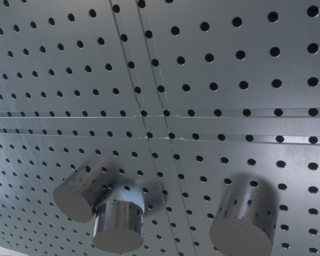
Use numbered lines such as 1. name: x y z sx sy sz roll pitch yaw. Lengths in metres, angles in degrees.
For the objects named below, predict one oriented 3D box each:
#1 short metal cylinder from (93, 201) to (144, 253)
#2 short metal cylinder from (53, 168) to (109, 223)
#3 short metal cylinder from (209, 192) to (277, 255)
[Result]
1. short metal cylinder: -0.067 0.164 0.511 0.081 0.050 0.079 -2 132 -2
2. short metal cylinder: -0.137 0.118 0.540 0.080 0.050 0.079 13 124 21
3. short metal cylinder: 0.113 0.135 0.419 0.080 0.050 0.079 13 124 21
